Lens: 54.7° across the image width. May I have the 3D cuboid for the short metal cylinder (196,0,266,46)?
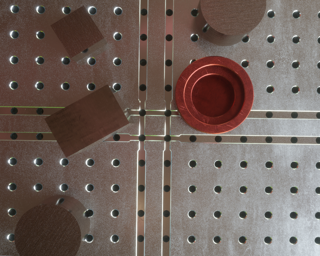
[{"bbox_3d":[0.089,-0.153,0.402,0.081,0.050,0.079,0,90,-1],"label":"short metal cylinder"}]

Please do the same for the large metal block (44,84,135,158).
[{"bbox_3d":[-0.082,-0.008,0.385,0.080,0.080,0.050,-29,90,0],"label":"large metal block"}]

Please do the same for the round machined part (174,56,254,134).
[{"bbox_3d":[0.068,-0.041,0.406,0.099,0.042,0.097,0,90,-1],"label":"round machined part"}]

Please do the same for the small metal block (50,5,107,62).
[{"bbox_3d":[-0.107,-0.124,0.412,0.050,0.025,0.050,-32,90,-1],"label":"small metal block"}]

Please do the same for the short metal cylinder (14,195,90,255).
[{"bbox_3d":[-0.136,0.132,0.399,0.081,0.050,0.079,0,90,-1],"label":"short metal cylinder"}]
